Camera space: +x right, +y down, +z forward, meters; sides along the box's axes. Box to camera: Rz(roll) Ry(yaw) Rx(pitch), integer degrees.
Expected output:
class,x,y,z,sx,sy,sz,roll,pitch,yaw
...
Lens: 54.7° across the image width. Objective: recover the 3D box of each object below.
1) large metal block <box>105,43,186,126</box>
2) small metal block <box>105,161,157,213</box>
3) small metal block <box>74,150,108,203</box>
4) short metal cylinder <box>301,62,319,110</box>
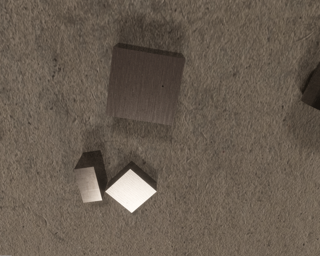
class,x,y,z,sx,sy,sz,roll,pitch,yaw
large metal block,-0.018,-0.054,0.376,0.081,0.050,0.079,9,110,-4
small metal block,-0.040,0.084,0.440,0.050,0.025,0.050,-43,105,14
small metal block,-0.092,0.064,0.419,0.025,0.050,0.050,-8,110,3
short metal cylinder,0.219,-0.042,0.368,0.080,0.080,0.050,17,109,-7
